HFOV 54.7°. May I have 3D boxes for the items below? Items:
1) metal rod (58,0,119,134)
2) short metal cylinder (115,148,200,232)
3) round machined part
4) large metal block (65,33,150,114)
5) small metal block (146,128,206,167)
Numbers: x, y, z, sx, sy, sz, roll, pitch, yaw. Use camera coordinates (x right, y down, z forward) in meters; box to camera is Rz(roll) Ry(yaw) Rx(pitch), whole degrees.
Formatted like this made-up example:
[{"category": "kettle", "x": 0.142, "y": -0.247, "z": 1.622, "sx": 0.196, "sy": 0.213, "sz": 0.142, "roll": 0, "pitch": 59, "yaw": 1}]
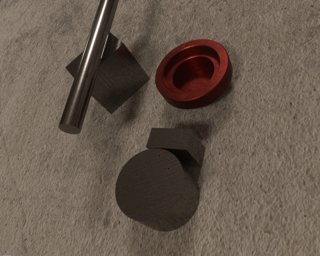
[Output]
[{"category": "metal rod", "x": -0.082, "y": -0.129, "z": 0.421, "sx": 0.025, "sy": 0.025, "sz": 0.299, "roll": -5, "pitch": 59, "yaw": 25}, {"category": "short metal cylinder", "x": -0.002, "y": 0.069, "z": 0.345, "sx": 0.080, "sy": 0.050, "sz": 0.080, "roll": -13, "pitch": 56, "yaw": 20}, {"category": "round machined part", "x": 0.047, "y": -0.066, "z": 0.408, "sx": 0.098, "sy": 0.042, "sz": 0.098, "roll": -13, "pitch": 56, "yaw": 20}, {"category": "large metal block", "x": -0.075, "y": -0.080, "z": 0.455, "sx": 0.080, "sy": 0.080, "sz": 0.050, "roll": -43, "pitch": 51, "yaw": -2}, {"category": "small metal block", "x": 0.020, "y": 0.023, "z": 0.362, "sx": 0.050, "sy": 0.050, "sz": 0.025, "roll": 2, "pitch": 63, "yaw": 29}]
